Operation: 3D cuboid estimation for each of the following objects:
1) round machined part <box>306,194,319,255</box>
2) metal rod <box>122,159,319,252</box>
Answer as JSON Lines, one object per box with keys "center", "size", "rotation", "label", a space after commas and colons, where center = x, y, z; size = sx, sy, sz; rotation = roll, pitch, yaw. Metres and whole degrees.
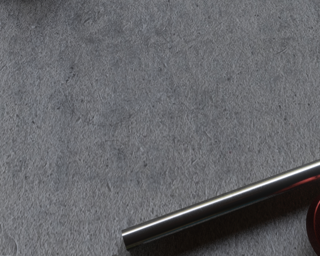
{"center": [0.218, 0.118, 0.357], "size": [0.099, 0.042, 0.098], "rotation": [0, 70, 0], "label": "round machined part"}
{"center": [0.102, 0.085, 0.377], "size": [0.302, 0.025, 0.025], "rotation": [-18, 71, -7], "label": "metal rod"}
